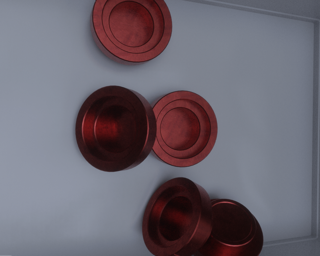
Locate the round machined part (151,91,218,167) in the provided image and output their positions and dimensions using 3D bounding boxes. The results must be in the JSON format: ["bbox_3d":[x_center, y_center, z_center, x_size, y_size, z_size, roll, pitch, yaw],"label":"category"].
[{"bbox_3d":[0.023,0.001,0.411,0.099,0.042,0.097,0,90,-21],"label":"round machined part"}]

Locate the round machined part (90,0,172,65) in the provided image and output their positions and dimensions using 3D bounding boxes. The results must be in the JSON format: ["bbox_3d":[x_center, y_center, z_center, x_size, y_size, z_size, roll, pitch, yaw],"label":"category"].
[{"bbox_3d":[-0.038,-0.127,0.388,0.099,0.042,0.097,0,90,-21],"label":"round machined part"}]

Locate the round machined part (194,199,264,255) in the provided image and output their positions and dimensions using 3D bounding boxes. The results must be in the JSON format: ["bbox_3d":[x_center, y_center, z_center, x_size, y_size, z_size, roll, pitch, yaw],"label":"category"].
[{"bbox_3d":[0.086,0.132,0.404,0.099,0.098,0.042,-12,134,-20],"label":"round machined part"}]

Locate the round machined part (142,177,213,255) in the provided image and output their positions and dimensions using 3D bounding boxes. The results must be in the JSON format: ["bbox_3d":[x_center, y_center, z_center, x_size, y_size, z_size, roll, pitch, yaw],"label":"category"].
[{"bbox_3d":[0.026,0.115,0.385,0.042,0.098,0.098,34,79,-32],"label":"round machined part"}]

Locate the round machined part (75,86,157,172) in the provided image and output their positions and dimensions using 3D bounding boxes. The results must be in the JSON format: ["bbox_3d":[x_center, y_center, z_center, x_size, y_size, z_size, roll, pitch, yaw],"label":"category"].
[{"bbox_3d":[-0.048,0.001,0.366,0.042,0.098,0.097,7,87,-65],"label":"round machined part"}]
